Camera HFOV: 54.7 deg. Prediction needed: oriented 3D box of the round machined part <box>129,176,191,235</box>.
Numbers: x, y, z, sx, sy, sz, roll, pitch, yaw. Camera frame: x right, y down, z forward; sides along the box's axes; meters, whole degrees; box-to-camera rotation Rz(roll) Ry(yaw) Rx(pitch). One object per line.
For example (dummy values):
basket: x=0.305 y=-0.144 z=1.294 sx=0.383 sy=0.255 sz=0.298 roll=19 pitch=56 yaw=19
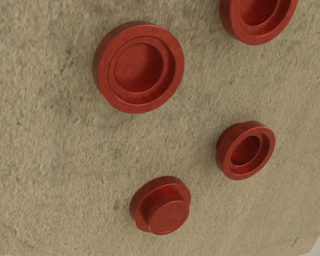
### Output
round machined part: x=0.006 y=0.126 z=0.479 sx=0.099 sy=0.042 sz=0.097 roll=-14 pitch=125 yaw=-21

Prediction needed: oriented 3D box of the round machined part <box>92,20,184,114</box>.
round machined part: x=-0.026 y=-0.068 z=0.341 sx=0.099 sy=0.042 sz=0.097 roll=-14 pitch=125 yaw=-21

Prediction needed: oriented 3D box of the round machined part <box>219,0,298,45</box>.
round machined part: x=0.111 y=-0.151 z=0.365 sx=0.099 sy=0.042 sz=0.097 roll=-14 pitch=125 yaw=-21

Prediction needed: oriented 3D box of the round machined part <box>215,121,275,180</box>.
round machined part: x=0.129 y=0.031 z=0.488 sx=0.099 sy=0.042 sz=0.097 roll=-14 pitch=125 yaw=-21
